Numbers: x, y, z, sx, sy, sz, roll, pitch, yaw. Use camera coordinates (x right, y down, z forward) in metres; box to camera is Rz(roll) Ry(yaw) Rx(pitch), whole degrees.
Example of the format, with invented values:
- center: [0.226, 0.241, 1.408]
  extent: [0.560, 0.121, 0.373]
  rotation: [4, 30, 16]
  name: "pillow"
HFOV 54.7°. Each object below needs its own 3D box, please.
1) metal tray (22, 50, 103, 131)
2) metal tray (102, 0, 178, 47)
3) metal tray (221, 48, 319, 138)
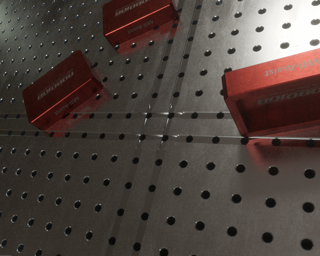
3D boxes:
- center: [-0.170, -0.066, 0.532]
  extent: [0.130, 0.030, 0.090]
  rotation: [-35, 51, 4]
  name: "metal tray"
- center: [-0.039, -0.208, 0.551]
  extent: [0.130, 0.030, 0.090]
  rotation: [-20, 54, 16]
  name: "metal tray"
- center: [0.138, -0.034, 0.314]
  extent: [0.130, 0.090, 0.030]
  rotation: [-12, 57, 21]
  name: "metal tray"
